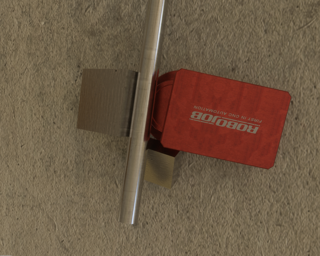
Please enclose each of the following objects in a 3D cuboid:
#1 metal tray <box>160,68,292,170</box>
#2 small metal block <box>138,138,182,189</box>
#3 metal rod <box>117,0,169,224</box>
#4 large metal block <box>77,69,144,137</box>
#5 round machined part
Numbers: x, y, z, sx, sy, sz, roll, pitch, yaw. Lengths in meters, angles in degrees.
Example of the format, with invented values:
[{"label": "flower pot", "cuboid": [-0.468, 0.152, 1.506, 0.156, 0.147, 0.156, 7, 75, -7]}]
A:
[{"label": "metal tray", "cuboid": [0.073, -0.011, 0.358, 0.131, 0.030, 0.089, 12, 95, -1]}, {"label": "small metal block", "cuboid": [-0.002, 0.045, 0.400, 0.050, 0.025, 0.050, 17, 121, 19]}, {"label": "metal rod", "cuboid": [-0.018, -0.036, 0.372, 0.025, 0.025, 0.298, 8, 91, 20]}, {"label": "large metal block", "cuboid": [-0.059, -0.033, 0.406, 0.080, 0.050, 0.079, 9, 93, 38]}, {"label": "round machined part", "cuboid": [0.022, -0.025, 0.393, 0.098, 0.042, 0.097, 0, 90, 20]}]
